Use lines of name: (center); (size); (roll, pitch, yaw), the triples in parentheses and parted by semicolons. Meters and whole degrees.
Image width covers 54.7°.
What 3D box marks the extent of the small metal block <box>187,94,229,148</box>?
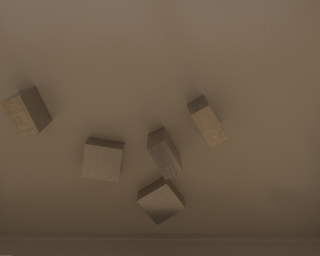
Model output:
small metal block: (0.060, -0.010, 0.395); (0.025, 0.050, 0.050); (-30, 108, 10)

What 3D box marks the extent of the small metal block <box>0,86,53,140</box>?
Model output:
small metal block: (-0.165, -0.020, 0.388); (0.025, 0.050, 0.050); (-18, 109, 6)

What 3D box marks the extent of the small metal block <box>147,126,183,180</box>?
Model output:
small metal block: (0.006, 0.032, 0.410); (0.025, 0.050, 0.050); (-26, 108, 9)

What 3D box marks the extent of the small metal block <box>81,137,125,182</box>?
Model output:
small metal block: (-0.078, 0.043, 0.426); (0.050, 0.025, 0.050); (9, 110, -4)

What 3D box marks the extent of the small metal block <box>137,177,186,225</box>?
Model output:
small metal block: (0.002, 0.105, 0.450); (0.050, 0.025, 0.050); (-33, 107, 11)
